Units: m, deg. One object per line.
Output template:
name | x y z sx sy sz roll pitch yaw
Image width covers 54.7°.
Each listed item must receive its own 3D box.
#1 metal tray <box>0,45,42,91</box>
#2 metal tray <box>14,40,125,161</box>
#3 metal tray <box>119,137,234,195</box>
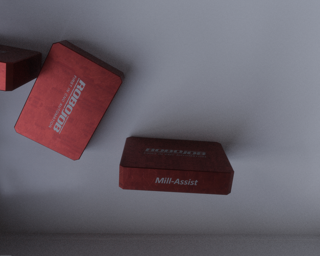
metal tray | -0.213 -0.076 0.345 0.131 0.090 0.030 10 110 -4
metal tray | -0.115 -0.033 0.395 0.090 0.030 0.129 29 107 -11
metal tray | 0.018 0.045 0.393 0.131 0.090 0.030 4 110 -2
